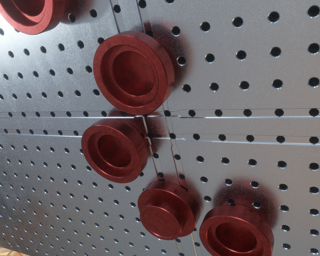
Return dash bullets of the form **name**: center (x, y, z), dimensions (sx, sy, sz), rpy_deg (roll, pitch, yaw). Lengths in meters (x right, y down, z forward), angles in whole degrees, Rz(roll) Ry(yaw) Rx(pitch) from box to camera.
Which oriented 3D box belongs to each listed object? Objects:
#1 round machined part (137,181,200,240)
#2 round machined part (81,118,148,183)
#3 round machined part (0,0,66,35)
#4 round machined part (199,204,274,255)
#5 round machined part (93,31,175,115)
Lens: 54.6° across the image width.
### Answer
- **round machined part**: center (0.008, 0.133, 0.479), dimensions (0.098, 0.042, 0.097), rpy_deg (13, 124, 21)
- **round machined part**: center (-0.061, 0.029, 0.451), dimensions (0.098, 0.042, 0.097), rpy_deg (13, 124, 21)
- **round machined part**: center (-0.156, -0.168, 0.379), dimensions (0.098, 0.042, 0.097), rpy_deg (13, 124, 21)
- **round machined part**: center (0.108, 0.146, 0.433), dimensions (0.098, 0.042, 0.097), rpy_deg (13, 124, 21)
- **round machined part**: center (-0.027, -0.068, 0.373), dimensions (0.098, 0.042, 0.097), rpy_deg (13, 124, 21)
